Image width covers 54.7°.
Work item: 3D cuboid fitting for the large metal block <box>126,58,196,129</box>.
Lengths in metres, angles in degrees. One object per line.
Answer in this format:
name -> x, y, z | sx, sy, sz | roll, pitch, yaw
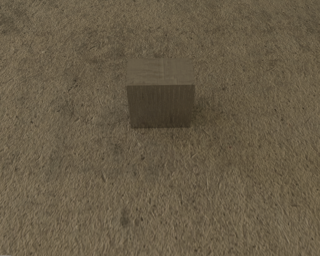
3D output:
large metal block -> 0.000, -0.044, 0.406 | 0.081, 0.080, 0.050 | -1, 50, -1
